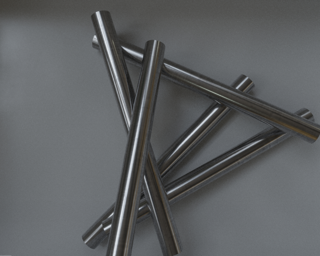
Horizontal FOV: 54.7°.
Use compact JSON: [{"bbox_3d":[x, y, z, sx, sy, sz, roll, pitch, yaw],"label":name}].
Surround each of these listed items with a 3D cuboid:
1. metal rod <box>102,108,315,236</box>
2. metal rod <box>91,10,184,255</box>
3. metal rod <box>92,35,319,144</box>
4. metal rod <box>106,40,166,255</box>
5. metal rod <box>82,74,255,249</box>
[{"bbox_3d":[0.066,0.056,0.399,0.301,0.025,0.025,-28,90,-6],"label":"metal rod"},{"bbox_3d":[-0.029,0.003,0.373,0.025,0.025,0.298,-17,86,0],"label":"metal rod"},{"bbox_3d":[0.052,-0.055,0.391,0.301,0.025,0.025,25,90,7],"label":"metal rod"},{"bbox_3d":[-0.028,0.041,0.335,0.025,0.025,0.299,9,73,-1],"label":"metal rod"},{"bbox_3d":[0.011,0.044,0.411,0.025,0.025,0.300,45,89,-1],"label":"metal rod"}]
